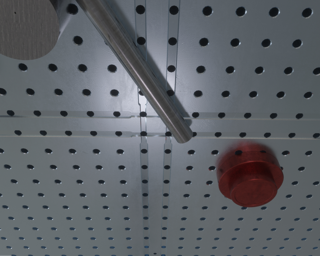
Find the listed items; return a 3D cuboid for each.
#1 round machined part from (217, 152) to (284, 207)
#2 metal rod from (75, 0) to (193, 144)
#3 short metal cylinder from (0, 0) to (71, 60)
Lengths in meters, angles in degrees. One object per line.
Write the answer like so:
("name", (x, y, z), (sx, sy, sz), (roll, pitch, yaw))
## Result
("round machined part", (0.140, 0.085, 0.474), (0.099, 0.042, 0.097), (0, 130, 0))
("metal rod", (-0.040, -0.088, 0.336), (0.025, 0.025, 0.300), (-23, 127, 18))
("short metal cylinder", (-0.132, -0.113, 0.298), (0.081, 0.050, 0.079), (0, 130, 0))
